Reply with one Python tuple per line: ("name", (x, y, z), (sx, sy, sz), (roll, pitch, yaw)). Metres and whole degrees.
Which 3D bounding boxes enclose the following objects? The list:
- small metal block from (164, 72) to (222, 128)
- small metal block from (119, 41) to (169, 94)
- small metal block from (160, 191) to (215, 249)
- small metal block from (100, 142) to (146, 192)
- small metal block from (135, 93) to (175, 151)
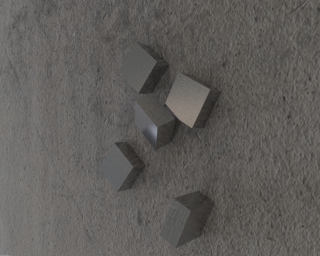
("small metal block", (0.038, -0.033, 0.374), (0.050, 0.025, 0.050), (36, 112, 34))
("small metal block", (-0.023, -0.081, 0.424), (0.050, 0.025, 0.050), (48, 118, 29))
("small metal block", (0.032, 0.105, 0.362), (0.025, 0.050, 0.050), (31, 109, 36))
("small metal block", (-0.055, 0.056, 0.451), (0.050, 0.025, 0.050), (48, 118, 29))
("small metal block", (-0.008, -0.008, 0.396), (0.050, 0.025, 0.050), (51, 155, 28))
